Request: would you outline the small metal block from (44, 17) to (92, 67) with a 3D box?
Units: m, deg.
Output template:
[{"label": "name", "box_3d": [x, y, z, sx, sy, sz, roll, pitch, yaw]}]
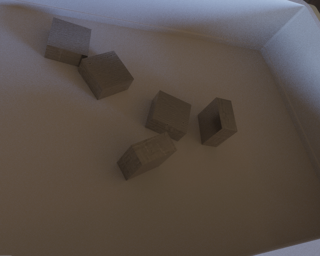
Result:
[{"label": "small metal block", "box_3d": [-0.121, -0.113, 0.410, 0.050, 0.025, 0.050, 12, 57, -22]}]

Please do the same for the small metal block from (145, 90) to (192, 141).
[{"label": "small metal block", "box_3d": [0.012, -0.017, 0.424, 0.050, 0.025, 0.050, 24, 53, -14]}]

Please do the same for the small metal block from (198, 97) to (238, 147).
[{"label": "small metal block", "box_3d": [0.080, -0.007, 0.439, 0.025, 0.050, 0.050, 10, 57, -23]}]

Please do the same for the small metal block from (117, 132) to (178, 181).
[{"label": "small metal block", "box_3d": [-0.016, 0.033, 0.362, 0.050, 0.050, 0.025, -20, 73, -36]}]

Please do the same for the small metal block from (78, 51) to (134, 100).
[{"label": "small metal block", "box_3d": [-0.072, -0.071, 0.411, 0.050, 0.025, 0.050, -27, 77, -37]}]
